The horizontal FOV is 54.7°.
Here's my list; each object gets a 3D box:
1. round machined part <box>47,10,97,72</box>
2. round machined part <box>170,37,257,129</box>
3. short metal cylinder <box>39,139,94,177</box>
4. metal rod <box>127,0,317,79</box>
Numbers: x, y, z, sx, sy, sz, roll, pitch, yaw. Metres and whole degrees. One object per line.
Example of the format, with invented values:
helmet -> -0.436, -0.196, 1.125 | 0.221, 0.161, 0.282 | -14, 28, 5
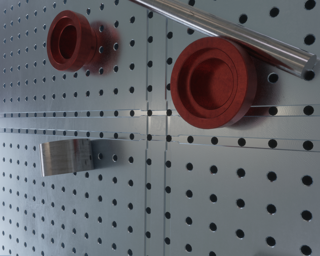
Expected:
round machined part -> -0.144, -0.141, 0.517 | 0.098, 0.042, 0.097 | 0, 90, 40
round machined part -> 0.062, -0.048, 0.344 | 0.098, 0.042, 0.097 | 4, 96, 42
short metal cylinder -> -0.149, 0.048, 0.497 | 0.080, 0.081, 0.050 | -13, 82, 39
metal rod -> 0.041, -0.133, 0.375 | 0.300, 0.025, 0.025 | 37, 113, 33
